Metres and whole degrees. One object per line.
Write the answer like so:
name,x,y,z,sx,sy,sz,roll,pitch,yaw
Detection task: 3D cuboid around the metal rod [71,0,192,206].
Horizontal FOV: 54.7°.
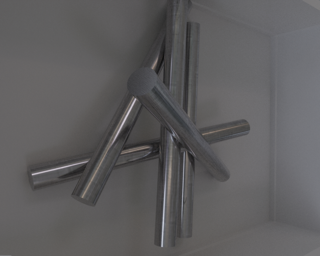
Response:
metal rod,-0.020,-0.052,0.364,0.025,0.025,0.300,43,57,-32

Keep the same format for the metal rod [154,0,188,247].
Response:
metal rod,0.014,-0.018,0.363,0.025,0.025,0.298,8,82,-40

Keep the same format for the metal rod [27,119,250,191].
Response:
metal rod,-0.001,0.024,0.382,0.303,0.025,0.025,-11,98,-32

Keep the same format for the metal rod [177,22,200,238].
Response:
metal rod,0.039,0.001,0.438,0.025,0.025,0.298,4,88,-40

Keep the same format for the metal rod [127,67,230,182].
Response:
metal rod,0.043,0.019,0.364,0.300,0.025,0.025,44,61,-58
